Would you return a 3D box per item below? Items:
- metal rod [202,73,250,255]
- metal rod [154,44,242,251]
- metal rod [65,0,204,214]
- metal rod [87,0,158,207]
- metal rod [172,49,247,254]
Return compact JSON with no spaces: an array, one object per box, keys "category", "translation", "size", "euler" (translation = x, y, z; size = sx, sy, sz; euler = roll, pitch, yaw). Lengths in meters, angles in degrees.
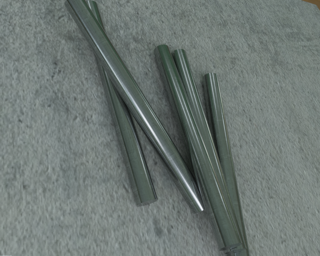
[{"category":"metal rod","translation":[0.088,0.048,0.423],"size":[0.025,0.025,0.299],"euler":[11,57,-23]},{"category":"metal rod","translation":[0.038,0.002,0.401],"size":[0.025,0.025,0.299],"euler":[3,53,-27]},{"category":"metal rod","translation":[-0.028,-0.031,0.379],"size":[0.025,0.025,0.299],"euler":[-30,88,-38]},{"category":"metal rod","translation":[-0.059,-0.048,0.402],"size":[0.025,0.025,0.299],"euler":[-5,64,-31]},{"category":"metal rod","translation":[0.057,0.010,0.418],"size":[0.025,0.025,0.299],"euler":[4,56,-26]}]
